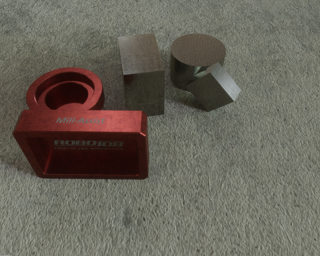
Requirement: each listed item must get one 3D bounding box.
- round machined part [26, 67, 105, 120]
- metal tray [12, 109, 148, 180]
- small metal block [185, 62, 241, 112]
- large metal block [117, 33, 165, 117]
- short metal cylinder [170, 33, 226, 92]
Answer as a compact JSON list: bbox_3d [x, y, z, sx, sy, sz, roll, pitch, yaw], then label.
[{"bbox_3d":[-0.125,-0.035,0.421,0.099,0.042,0.098,0,50,0],"label":"round machined part"},{"bbox_3d":[-0.079,0.021,0.342,0.131,0.090,0.030,1,50,0],"label":"metal tray"},{"bbox_3d":[0.072,-0.054,0.420,0.050,0.050,0.025,47,55,-14],"label":"small metal block"},{"bbox_3d":[-0.026,-0.071,0.427,0.050,0.080,0.080,-8,51,-7],"label":"large metal block"},{"bbox_3d":[0.056,-0.099,0.471,0.081,0.050,0.080,0,50,0],"label":"short metal cylinder"}]
